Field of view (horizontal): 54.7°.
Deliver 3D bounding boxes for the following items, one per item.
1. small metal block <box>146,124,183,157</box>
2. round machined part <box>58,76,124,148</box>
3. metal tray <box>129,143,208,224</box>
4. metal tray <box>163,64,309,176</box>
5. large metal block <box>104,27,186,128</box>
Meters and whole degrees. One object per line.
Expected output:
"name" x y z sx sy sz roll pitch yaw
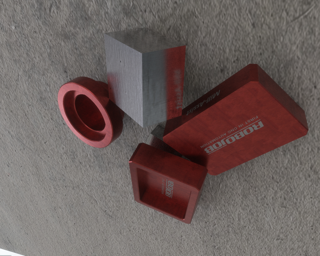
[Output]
"small metal block" 0.006 0.031 0.423 0.050 0.025 0.050 31 128 8
"round machined part" -0.088 -0.025 0.419 0.098 0.042 0.097 22 132 27
"metal tray" 0.009 0.079 0.416 0.090 0.030 0.129 20 148 13
"metal tray" 0.078 -0.001 0.342 0.090 0.030 0.130 36 132 -23
"large metal block" -0.018 -0.059 0.342 0.080 0.050 0.079 39 138 44
